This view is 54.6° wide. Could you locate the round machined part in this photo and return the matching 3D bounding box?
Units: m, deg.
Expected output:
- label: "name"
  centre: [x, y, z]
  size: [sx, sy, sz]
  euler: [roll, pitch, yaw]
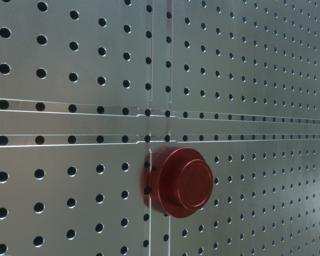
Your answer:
- label: "round machined part"
  centre: [0.036, 0.076, 0.427]
  size: [0.099, 0.042, 0.097]
  euler: [0, 90, -40]
